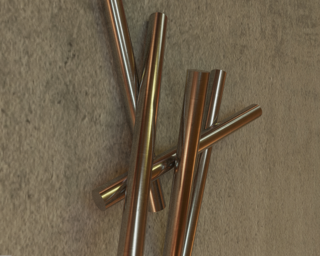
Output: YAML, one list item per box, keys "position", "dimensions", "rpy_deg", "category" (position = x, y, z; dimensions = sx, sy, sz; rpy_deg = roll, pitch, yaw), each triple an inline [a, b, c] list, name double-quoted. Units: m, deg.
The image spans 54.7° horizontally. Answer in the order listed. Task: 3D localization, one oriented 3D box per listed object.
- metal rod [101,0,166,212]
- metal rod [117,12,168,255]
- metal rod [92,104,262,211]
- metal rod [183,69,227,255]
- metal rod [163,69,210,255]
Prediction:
- position: [-0.034, -0.040, 0.377]
  dimensions: [0.025, 0.025, 0.298]
  rpy_deg: [-19, 103, -39]
  category: "metal rod"
- position: [-0.016, -0.006, 0.348]
  dimensions: [0.025, 0.025, 0.299]
  rpy_deg: [25, 60, -38]
  category: "metal rod"
- position: [0.045, 0.024, 0.411]
  dimensions: [0.302, 0.025, 0.025]
  rpy_deg: [-25, 106, -37]
  category: "metal rod"
- position: [0.059, 0.057, 0.456]
  dimensions: [0.025, 0.025, 0.299]
  rpy_deg: [21, 77, -38]
  category: "metal rod"
- position: [0.026, 0.080, 0.375]
  dimensions: [0.025, 0.025, 0.298]
  rpy_deg: [-8, 112, -40]
  category: "metal rod"
